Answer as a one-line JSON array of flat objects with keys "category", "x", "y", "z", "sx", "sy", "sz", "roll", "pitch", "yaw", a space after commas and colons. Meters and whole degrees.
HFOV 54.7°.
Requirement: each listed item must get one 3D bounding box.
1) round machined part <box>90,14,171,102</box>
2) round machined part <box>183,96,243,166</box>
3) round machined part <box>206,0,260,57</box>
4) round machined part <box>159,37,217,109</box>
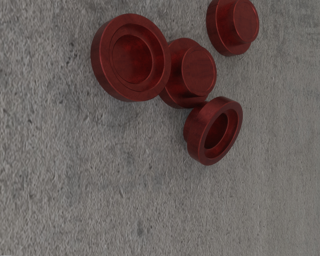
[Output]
[{"category": "round machined part", "x": -0.037, "y": -0.078, "z": 0.362, "sx": 0.099, "sy": 0.042, "sz": 0.097, "roll": 0, "pitch": 90, "yaw": -40}, {"category": "round machined part", "x": 0.071, "y": 0.000, "z": 0.437, "sx": 0.099, "sy": 0.042, "sz": 0.097, "roll": -28, "pitch": 133, "yaw": -35}, {"category": "round machined part", "x": 0.122, "y": -0.167, "z": 0.495, "sx": 0.099, "sy": 0.042, "sz": 0.097, "roll": 0, "pitch": 90, "yaw": -40}, {"category": "round machined part", "x": 0.041, "y": -0.076, "z": 0.427, "sx": 0.099, "sy": 0.042, "sz": 0.097, "roll": 0, "pitch": 90, "yaw": -40}]
